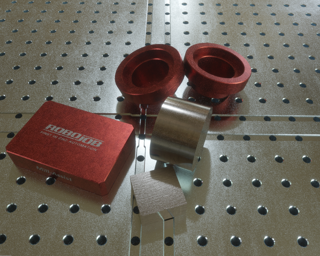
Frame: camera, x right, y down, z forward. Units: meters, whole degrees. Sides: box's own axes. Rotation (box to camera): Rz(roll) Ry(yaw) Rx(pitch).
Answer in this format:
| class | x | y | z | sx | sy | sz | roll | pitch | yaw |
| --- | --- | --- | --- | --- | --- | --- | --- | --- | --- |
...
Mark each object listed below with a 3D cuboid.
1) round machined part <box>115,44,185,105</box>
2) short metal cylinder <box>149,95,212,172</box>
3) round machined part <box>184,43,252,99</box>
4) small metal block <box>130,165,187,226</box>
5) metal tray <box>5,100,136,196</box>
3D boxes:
| class | x | y | z | sx | sy | sz | roll | pitch | yaw |
| --- | --- | --- | --- | --- | --- | --- | --- | --- | --- |
| round machined part | -0.011 | -0.072 | 0.445 | 0.098 | 0.042 | 0.098 | -11 | 52 | 14 |
| short metal cylinder | 0.026 | 0.006 | 0.367 | 0.050 | 0.080 | 0.080 | 17 | 52 | 13 |
| round machined part | 0.080 | -0.081 | 0.458 | 0.099 | 0.042 | 0.098 | 8 | 45 | -8 |
| small metal block | -0.003 | 0.074 | 0.345 | 0.050 | 0.025 | 0.050 | -13 | 51 | -11 |
| metal tray | -0.107 | 0.021 | 0.386 | 0.130 | 0.030 | 0.090 | 16 | 52 | 13 |
